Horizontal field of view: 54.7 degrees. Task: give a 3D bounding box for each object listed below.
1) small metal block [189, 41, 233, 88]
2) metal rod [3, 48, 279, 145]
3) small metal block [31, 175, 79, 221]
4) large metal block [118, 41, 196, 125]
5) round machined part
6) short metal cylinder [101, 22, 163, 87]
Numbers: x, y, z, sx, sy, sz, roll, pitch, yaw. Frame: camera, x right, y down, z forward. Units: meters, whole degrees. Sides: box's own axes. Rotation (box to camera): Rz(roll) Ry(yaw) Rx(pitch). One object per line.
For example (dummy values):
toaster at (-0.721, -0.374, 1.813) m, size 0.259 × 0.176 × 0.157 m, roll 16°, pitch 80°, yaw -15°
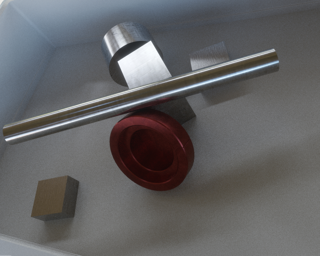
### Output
small metal block at (0.071, -0.084, 0.419) m, size 0.050 × 0.025 × 0.050 m, roll -17°, pitch 55°, yaw 17°
metal rod at (-0.027, -0.031, 0.336) m, size 0.301 × 0.025 × 0.025 m, roll -15°, pitch 55°, yaw 7°
small metal block at (-0.141, 0.096, 0.419) m, size 0.050 × 0.025 × 0.050 m, roll -13°, pitch 56°, yaw 20°
large metal block at (-0.003, -0.051, 0.402) m, size 0.050 × 0.080 × 0.080 m, roll -31°, pitch 52°, yaw 7°
round machined part at (-0.006, 0.021, 0.360) m, size 0.098 × 0.097 × 0.042 m, roll 2°, pitch 27°, yaw 28°
short metal cylinder at (-0.041, -0.107, 0.456) m, size 0.080 × 0.080 × 0.050 m, roll -31°, pitch 52°, yaw 8°
